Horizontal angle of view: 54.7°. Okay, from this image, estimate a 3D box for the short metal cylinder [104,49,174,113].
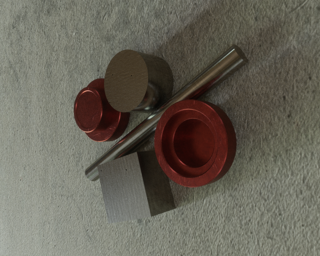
[{"bbox_3d":[-0.029,-0.060,0.413,0.080,0.050,0.079,0,90,40],"label":"short metal cylinder"}]

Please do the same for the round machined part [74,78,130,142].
[{"bbox_3d":[-0.095,-0.027,0.473,0.098,0.042,0.097,0,90,40],"label":"round machined part"}]

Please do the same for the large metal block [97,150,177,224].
[{"bbox_3d":[-0.033,0.079,0.418,0.080,0.050,0.080,-22,76,38],"label":"large metal block"}]

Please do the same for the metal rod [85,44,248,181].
[{"bbox_3d":[-0.011,-0.003,0.417,0.299,0.025,0.025,-38,67,33],"label":"metal rod"}]

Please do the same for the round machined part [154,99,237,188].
[{"bbox_3d":[0.044,0.017,0.359,0.098,0.042,0.097,0,90,40],"label":"round machined part"}]
